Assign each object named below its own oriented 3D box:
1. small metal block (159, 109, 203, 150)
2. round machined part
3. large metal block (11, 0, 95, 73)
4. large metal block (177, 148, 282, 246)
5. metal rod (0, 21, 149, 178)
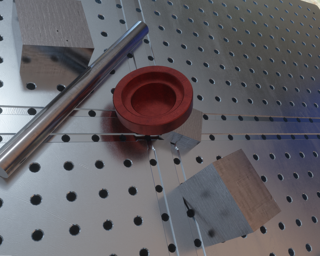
[{"bbox_3d":[0.030,-0.005,0.427,0.050,0.025,0.050,20,54,-16],"label":"small metal block"},{"bbox_3d":[-0.007,-0.030,0.394,0.099,0.042,0.098,-2,55,4],"label":"round machined part"},{"bbox_3d":[-0.137,-0.117,0.390,0.081,0.050,0.080,-5,64,-31],"label":"large metal block"},{"bbox_3d":[0.077,0.082,0.364,0.050,0.080,0.080,-19,72,-35],"label":"large metal block"},{"bbox_3d":[-0.093,-0.058,0.393,0.025,0.025,0.301,36,51,-4],"label":"metal rod"}]
